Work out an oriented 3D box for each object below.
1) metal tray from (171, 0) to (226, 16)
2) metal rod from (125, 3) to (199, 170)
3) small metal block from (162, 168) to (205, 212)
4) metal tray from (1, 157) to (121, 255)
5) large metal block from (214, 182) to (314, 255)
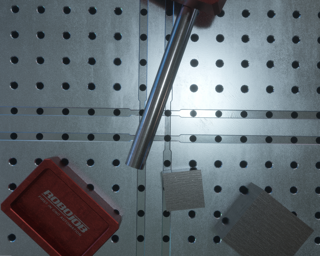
[{"bbox_3d":[0.033,-0.208,0.390,0.130,0.030,0.090,27,92,17],"label":"metal tray"},{"bbox_3d":[0.015,-0.089,0.413,0.025,0.025,0.298,19,90,-1],"label":"metal rod"},{"bbox_3d":[0.031,0.081,0.414,0.050,0.025,0.050,-6,90,-1],"label":"small metal block"},{"bbox_3d":[-0.128,0.113,0.409,0.130,0.030,0.090,44,90,-1],"label":"metal tray"},{"bbox_3d":[0.132,0.131,0.403,0.080,0.050,0.080,39,90,-1],"label":"large metal block"}]
